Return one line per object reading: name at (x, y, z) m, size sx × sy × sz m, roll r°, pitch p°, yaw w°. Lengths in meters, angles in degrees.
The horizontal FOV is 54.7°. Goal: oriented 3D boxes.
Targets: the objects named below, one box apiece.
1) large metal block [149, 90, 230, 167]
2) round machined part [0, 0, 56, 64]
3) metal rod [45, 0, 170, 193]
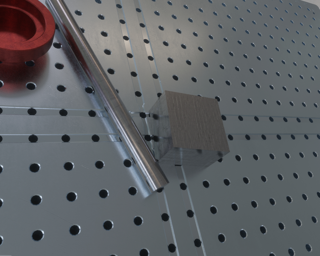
large metal block at (0.037, 0.003, 0.410) m, size 0.081 × 0.050 × 0.080 m, roll 7°, pitch 59°, yaw -25°
round machined part at (-0.180, -0.117, 0.372) m, size 0.099 × 0.042 × 0.098 m, roll 14°, pitch 56°, yaw -21°
metal rod at (-0.074, -0.054, 0.400) m, size 0.025 × 0.025 × 0.299 m, roll -21°, pitch 73°, yaw -36°
